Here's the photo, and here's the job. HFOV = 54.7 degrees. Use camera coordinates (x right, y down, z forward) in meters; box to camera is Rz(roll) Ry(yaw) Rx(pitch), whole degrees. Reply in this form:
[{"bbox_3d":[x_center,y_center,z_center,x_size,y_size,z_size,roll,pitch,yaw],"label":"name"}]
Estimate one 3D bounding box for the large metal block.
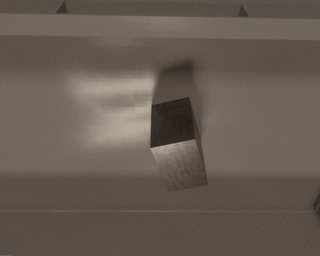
[{"bbox_3d":[0.024,0.020,0.391,0.050,0.080,0.080,-12,129,10],"label":"large metal block"}]
